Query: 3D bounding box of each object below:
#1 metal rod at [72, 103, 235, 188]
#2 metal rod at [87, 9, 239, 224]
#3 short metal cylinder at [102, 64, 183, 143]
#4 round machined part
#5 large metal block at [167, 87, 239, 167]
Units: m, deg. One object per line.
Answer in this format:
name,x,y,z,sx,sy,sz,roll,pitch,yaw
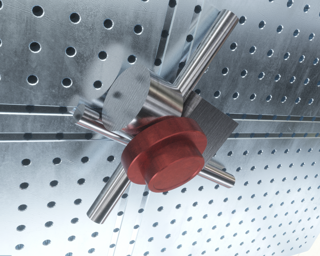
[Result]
metal rod,0.014,0.038,0.443,0.301,0.025,0.025,27,103,-38
metal rod,0.002,-0.012,0.381,0.025,0.025,0.299,32,93,-39
short metal cylinder,-0.021,-0.024,0.350,0.050,0.080,0.080,28,103,-38
round machined part,0.010,0.036,0.345,0.099,0.042,0.098,-21,148,-14
large metal block,0.044,-0.001,0.416,0.080,0.050,0.080,29,102,-38
